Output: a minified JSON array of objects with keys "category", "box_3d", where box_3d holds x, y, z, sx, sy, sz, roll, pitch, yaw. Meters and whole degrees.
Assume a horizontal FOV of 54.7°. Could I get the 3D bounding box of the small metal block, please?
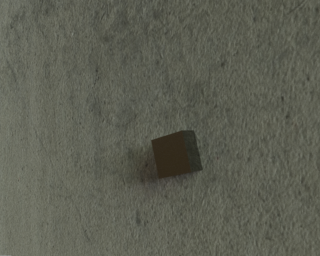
[{"category":"small metal block","box_3d":[0.020,0.033,0.386,0.050,0.025,0.050,-19,78,38]}]
